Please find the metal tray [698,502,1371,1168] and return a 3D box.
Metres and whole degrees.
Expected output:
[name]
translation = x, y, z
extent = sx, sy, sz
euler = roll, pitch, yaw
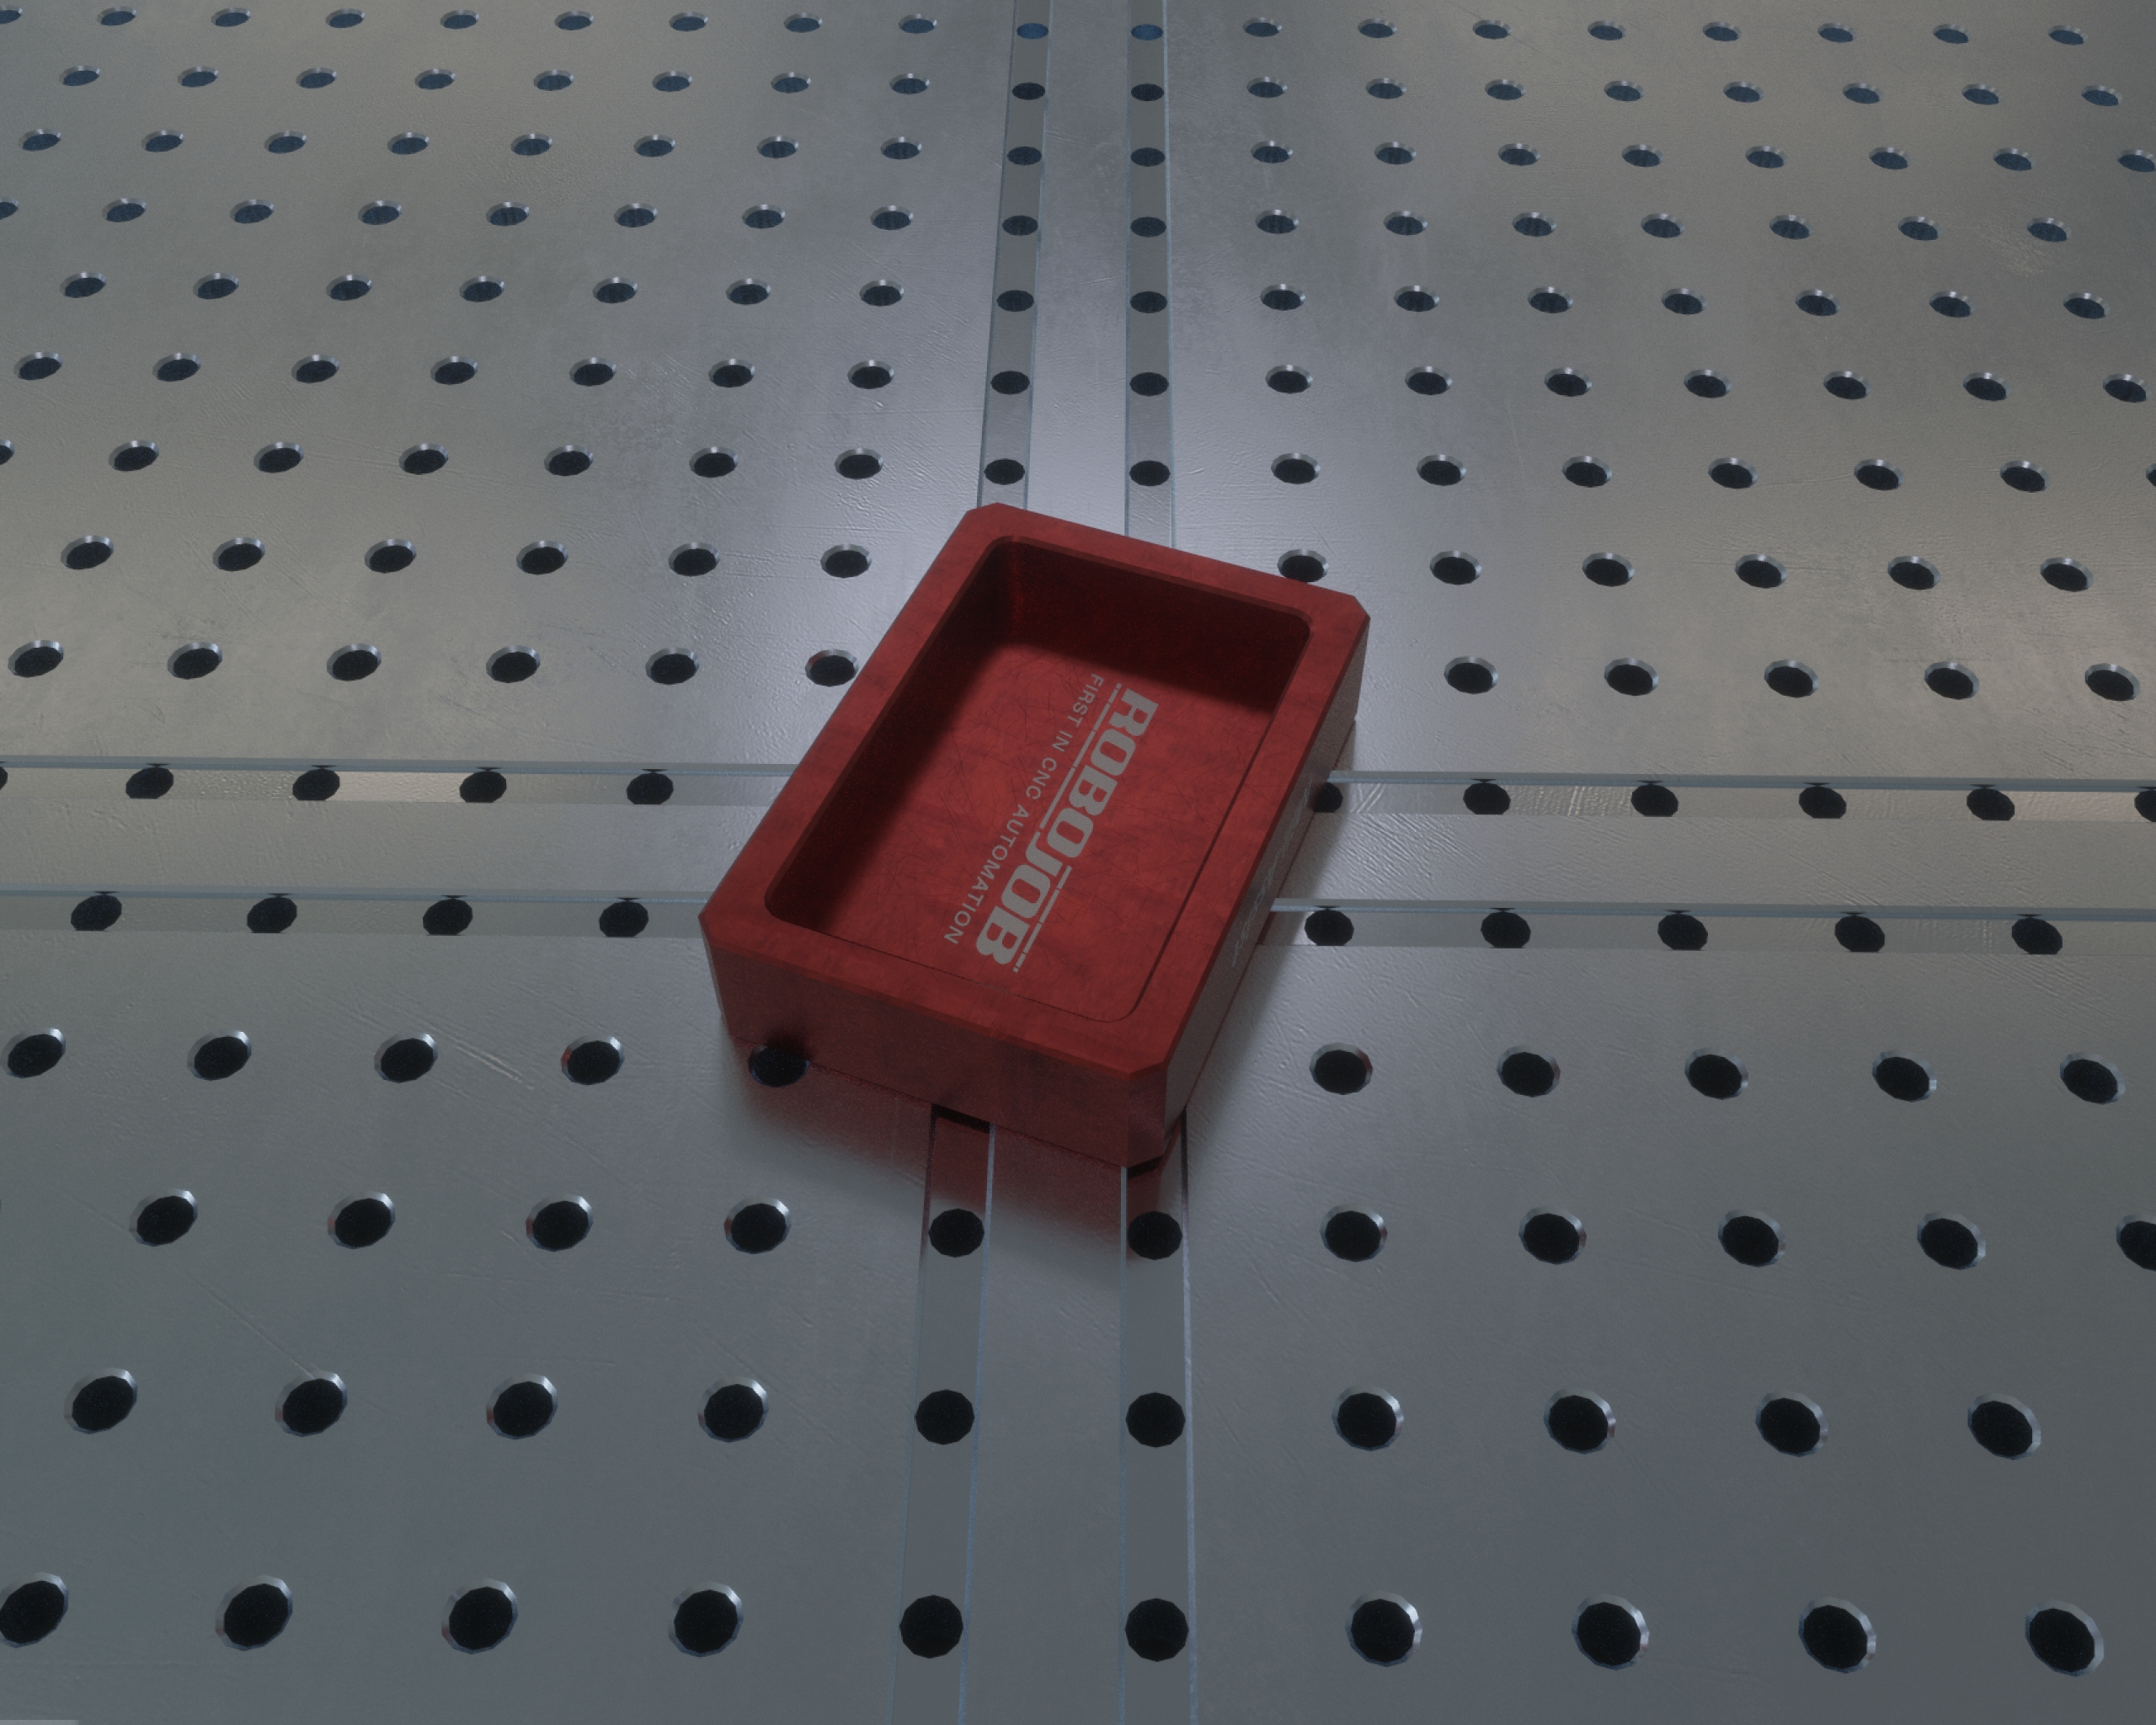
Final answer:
[metal tray]
translation = -0.004, -0.011, 0.413
extent = 0.090, 0.030, 0.130
euler = 17, 52, 14
